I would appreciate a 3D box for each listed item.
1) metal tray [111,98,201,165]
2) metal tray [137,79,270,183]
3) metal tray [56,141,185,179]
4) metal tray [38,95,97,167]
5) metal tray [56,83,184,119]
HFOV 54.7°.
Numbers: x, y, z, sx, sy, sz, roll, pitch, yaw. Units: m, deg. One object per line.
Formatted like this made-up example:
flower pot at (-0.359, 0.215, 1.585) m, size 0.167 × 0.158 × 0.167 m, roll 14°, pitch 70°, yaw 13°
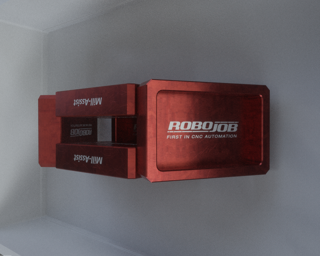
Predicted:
metal tray at (-0.009, 0.003, 0.410) m, size 0.130 × 0.030 × 0.089 m, roll 0°, pitch 90°, yaw 39°
metal tray at (0.044, 0.002, 0.301) m, size 0.030 × 0.131 × 0.089 m, roll -179°, pitch 88°, yaw -69°
metal tray at (-0.048, 0.033, 0.363) m, size 0.130 × 0.091 × 0.030 m, roll 0°, pitch 90°, yaw 39°
metal tray at (-0.126, 0.003, 0.443) m, size 0.030 × 0.130 × 0.089 m, roll 0°, pitch 91°, yaw 8°
metal tray at (-0.048, -0.027, 0.362) m, size 0.130 × 0.091 × 0.030 m, roll 1°, pitch 90°, yaw 40°
